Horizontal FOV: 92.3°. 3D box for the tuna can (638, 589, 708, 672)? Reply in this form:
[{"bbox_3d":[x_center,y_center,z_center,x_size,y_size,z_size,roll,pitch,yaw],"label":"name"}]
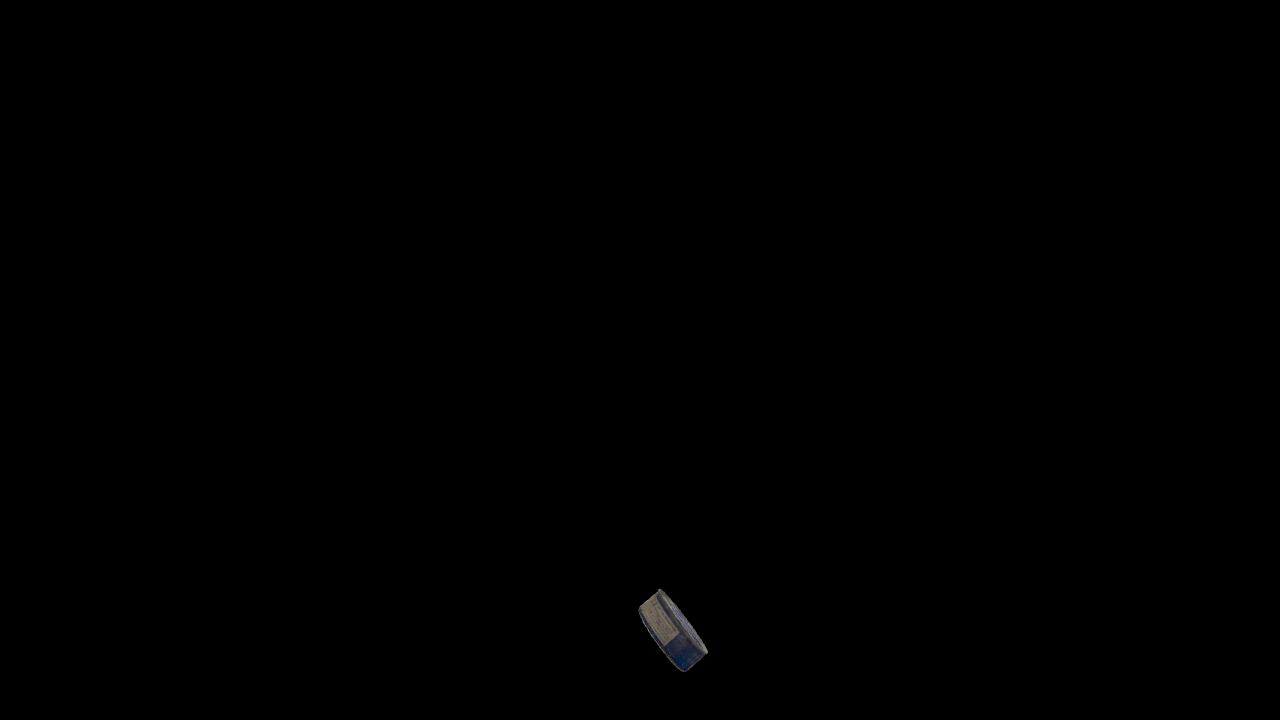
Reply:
[{"bbox_3d":[0.036,0.298,0.677,0.034,0.084,0.084,-39,5,-6],"label":"tuna can"}]
